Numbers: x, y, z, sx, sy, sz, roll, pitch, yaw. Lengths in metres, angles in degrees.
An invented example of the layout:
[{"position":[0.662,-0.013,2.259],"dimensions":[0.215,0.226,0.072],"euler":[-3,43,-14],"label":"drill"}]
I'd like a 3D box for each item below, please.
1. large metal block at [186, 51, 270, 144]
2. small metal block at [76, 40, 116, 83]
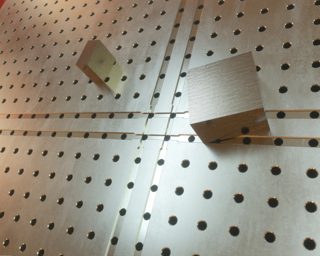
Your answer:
[{"position":[0.080,-0.035,0.372],"dimensions":[0.080,0.050,0.080],"euler":[-13,56,21],"label":"large metal block"},{"position":[-0.105,-0.110,0.515],"dimensions":[0.025,0.050,0.050],"euler":[6,65,31],"label":"small metal block"}]
